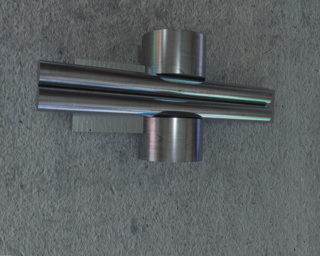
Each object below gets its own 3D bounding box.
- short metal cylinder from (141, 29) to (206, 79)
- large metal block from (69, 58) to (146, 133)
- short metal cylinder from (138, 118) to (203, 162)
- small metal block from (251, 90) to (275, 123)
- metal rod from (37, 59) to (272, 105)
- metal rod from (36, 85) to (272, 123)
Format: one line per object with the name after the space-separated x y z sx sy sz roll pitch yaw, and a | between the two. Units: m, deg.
0.017 -0.086 0.387 0.081 0.080 0.050 2 90 -20 | short metal cylinder
-0.065 -0.035 0.373 0.081 0.050 0.080 2 90 -20 | large metal block
0.013 0.014 0.386 0.081 0.080 0.050 2 90 -20 | short metal cylinder
0.142 -0.033 0.463 0.050 0.025 0.050 3 89 -20 | small metal block
0.016 -0.049 0.369 0.303 0.025 0.025 2 90 -28 | metal rod
0.016 -0.024 0.369 0.303 0.025 0.025 2 90 -28 | metal rod
